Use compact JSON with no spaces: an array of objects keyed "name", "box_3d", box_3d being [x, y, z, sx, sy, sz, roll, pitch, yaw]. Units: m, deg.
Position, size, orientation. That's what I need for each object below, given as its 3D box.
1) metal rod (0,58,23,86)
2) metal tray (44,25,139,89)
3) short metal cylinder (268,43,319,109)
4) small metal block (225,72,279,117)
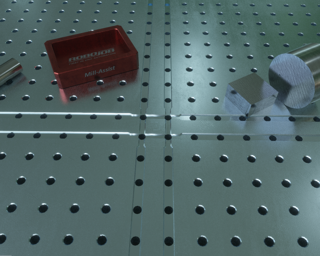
[{"name":"metal rod","box_3d":[-0.310,-0.005,0.407,0.025,0.025,0.301,28,55,21]},{"name":"metal tray","box_3d":[-0.110,-0.119,0.502,0.131,0.030,0.090,-18,53,-15]},{"name":"short metal cylinder","box_3d":[0.202,-0.073,0.436,0.050,0.080,0.080,-24,54,-19]},{"name":"small metal block","box_3d":[0.133,-0.049,0.451,0.050,0.025,0.050,-24,54,-19]}]
